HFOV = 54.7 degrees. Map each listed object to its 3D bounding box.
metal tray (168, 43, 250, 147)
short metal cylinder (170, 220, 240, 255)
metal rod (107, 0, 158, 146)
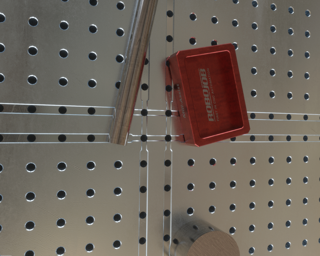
[{"bbox_3d":[0.070,-0.047,0.435,0.091,0.030,0.129,-14,95,-20],"label":"metal tray"},{"bbox_3d":[0.060,0.172,0.422,0.081,0.050,0.080,0,90,-20],"label":"short metal cylinder"},{"bbox_3d":[-0.024,-0.125,0.403,0.025,0.025,0.298,13,86,-20],"label":"metal rod"}]
